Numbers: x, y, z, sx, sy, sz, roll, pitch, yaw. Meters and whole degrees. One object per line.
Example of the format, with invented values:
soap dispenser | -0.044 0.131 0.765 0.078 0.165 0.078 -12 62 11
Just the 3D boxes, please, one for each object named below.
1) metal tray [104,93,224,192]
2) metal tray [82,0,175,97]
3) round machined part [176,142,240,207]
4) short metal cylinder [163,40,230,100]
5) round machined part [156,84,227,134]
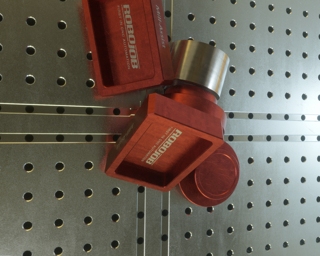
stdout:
metal tray | 0.001 0.024 0.362 0.091 0.129 0.030 20 46 -20
metal tray | -0.039 -0.108 0.366 0.030 0.090 0.129 -17 98 -62
round machined part | 0.070 0.062 0.431 0.099 0.042 0.097 0 90 -20
short metal cylinder | 0.044 -0.072 0.400 0.081 0.080 0.050 19 82 -20
round machined part | 0.035 -0.020 0.390 0.099 0.098 0.042 22 67 -19
